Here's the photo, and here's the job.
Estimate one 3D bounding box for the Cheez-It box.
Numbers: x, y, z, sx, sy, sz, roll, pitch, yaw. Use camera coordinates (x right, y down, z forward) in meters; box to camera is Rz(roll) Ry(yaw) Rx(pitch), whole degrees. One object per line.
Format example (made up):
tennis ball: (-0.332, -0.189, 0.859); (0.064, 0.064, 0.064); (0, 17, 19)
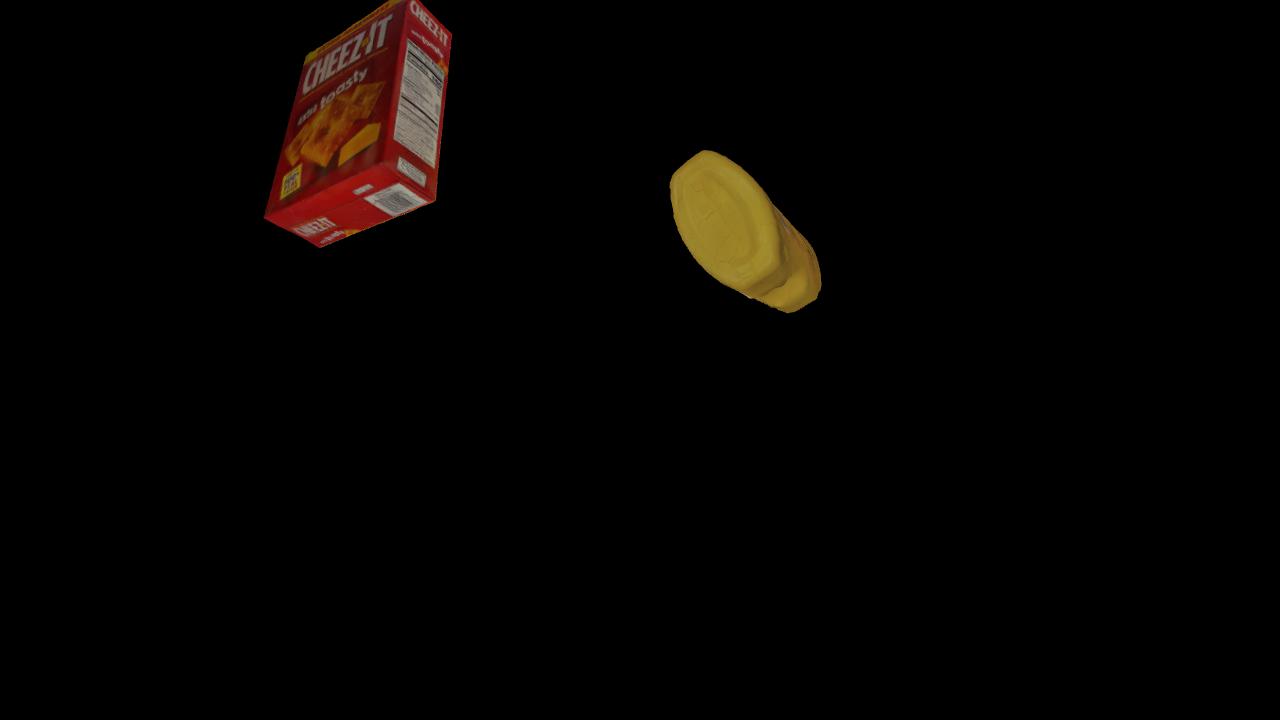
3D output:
Cheez-It box: (-0.281, -0.242, 0.626); (0.166, 0.223, 0.071); (-13, -25, 25)

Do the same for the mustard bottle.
mustard bottle: (0.089, -0.076, 0.430); (0.054, 0.092, 0.184); (-41, -20, 20)
